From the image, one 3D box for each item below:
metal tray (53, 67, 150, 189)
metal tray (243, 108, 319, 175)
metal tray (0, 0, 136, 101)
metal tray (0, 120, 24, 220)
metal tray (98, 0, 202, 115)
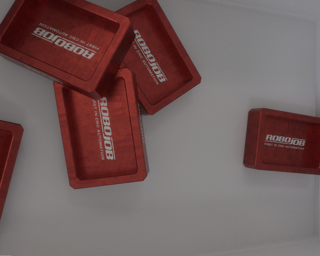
[{"bbox_3d":[-0.067,0.001,0.364,0.090,0.030,0.129,-8,94,4],"label":"metal tray"},{"bbox_3d":[0.196,0.022,0.479,0.131,0.030,0.089,7,88,-20],"label":"metal tray"},{"bbox_3d":[-0.105,-0.097,0.338,0.130,0.030,0.090,25,81,9],"label":"metal tray"},{"bbox_3d":[-0.202,0.050,0.312,0.090,0.030,0.129,17,83,-47],"label":"metal tray"},{"bbox_3d":[-0.016,-0.092,0.401,0.090,0.030,0.130,-35,102,-17],"label":"metal tray"}]
